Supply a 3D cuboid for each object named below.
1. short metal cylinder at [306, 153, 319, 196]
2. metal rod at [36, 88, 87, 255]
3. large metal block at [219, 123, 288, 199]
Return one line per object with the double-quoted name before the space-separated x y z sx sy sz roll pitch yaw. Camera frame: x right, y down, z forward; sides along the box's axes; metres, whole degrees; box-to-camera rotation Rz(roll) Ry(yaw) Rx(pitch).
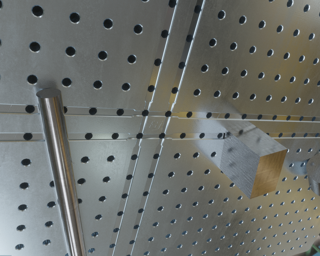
"short metal cylinder" 0.342 0.095 0.626 0.080 0.080 0.050 -34 129 -6
"metal rod" -0.120 0.091 0.402 0.025 0.025 0.298 -13 124 -22
"large metal block" 0.143 0.050 0.487 0.050 0.080 0.079 -12 124 -22
